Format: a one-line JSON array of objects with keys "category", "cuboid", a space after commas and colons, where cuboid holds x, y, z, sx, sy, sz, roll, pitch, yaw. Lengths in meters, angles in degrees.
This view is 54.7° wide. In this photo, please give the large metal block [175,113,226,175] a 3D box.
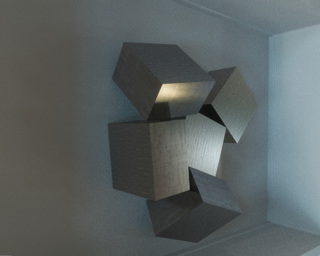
[{"category": "large metal block", "cuboid": [0.039, 0.024, 0.424, 0.080, 0.050, 0.080, 24, 75, -38]}]

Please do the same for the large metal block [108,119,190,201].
[{"category": "large metal block", "cuboid": [-0.015, 0.032, 0.359, 0.050, 0.080, 0.079, -7, 95, -40]}]

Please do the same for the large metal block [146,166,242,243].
[{"category": "large metal block", "cuboid": [0.043, 0.102, 0.399, 0.080, 0.080, 0.050, 26, 32, -39]}]

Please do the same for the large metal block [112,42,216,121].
[{"category": "large metal block", "cuboid": [0.003, -0.057, 0.366, 0.081, 0.080, 0.050, -10, 138, -39]}]

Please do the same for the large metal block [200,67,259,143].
[{"category": "large metal block", "cuboid": [0.096, -0.034, 0.472, 0.080, 0.050, 0.080, 52, 60, -28]}]
